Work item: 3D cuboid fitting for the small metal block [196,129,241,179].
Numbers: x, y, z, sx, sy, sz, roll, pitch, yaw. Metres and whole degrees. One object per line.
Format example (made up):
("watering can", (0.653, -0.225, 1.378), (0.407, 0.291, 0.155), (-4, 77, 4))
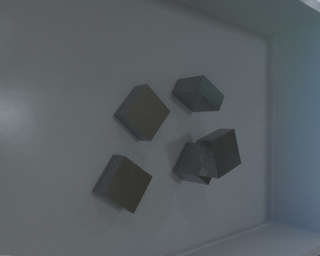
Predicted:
("small metal block", (0.078, 0.032, 0.410), (0.050, 0.025, 0.050), (-23, 105, -38))

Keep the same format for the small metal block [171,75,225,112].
("small metal block", (0.054, -0.047, 0.438), (0.050, 0.050, 0.025), (37, 68, -34))

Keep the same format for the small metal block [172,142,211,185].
("small metal block", (0.052, 0.049, 0.436), (0.025, 0.050, 0.050), (42, 64, -32))

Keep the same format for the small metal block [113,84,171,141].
("small metal block", (-0.021, -0.019, 0.390), (0.050, 0.025, 0.050), (48, 61, -30))

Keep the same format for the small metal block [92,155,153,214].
("small metal block", (-0.044, 0.067, 0.372), (0.050, 0.025, 0.050), (42, 64, -32))
